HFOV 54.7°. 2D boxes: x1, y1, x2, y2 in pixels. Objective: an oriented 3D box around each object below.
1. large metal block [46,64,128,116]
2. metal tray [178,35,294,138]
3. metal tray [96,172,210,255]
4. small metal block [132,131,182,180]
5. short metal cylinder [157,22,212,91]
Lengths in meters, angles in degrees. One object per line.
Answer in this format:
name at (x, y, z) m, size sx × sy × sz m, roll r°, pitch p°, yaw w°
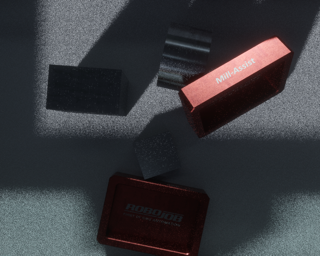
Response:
large metal block at (-0.084, -0.043, 0.383) m, size 0.081 × 0.080 × 0.050 m, roll 4°, pitch 90°, yaw -1°
metal tray at (0.092, -0.045, 0.378) m, size 0.130 × 0.090 × 0.030 m, roll -30°, pitch 64°, yaw 0°
metal tray at (-0.009, 0.116, 0.408) m, size 0.131 × 0.030 × 0.089 m, roll 12°, pitch 90°, yaw -1°
small metal block at (-0.004, 0.035, 0.411) m, size 0.050 × 0.025 × 0.050 m, roll -19°, pitch 90°, yaw -1°
short metal cylinder at (0.029, -0.085, 0.384) m, size 0.050 × 0.080 × 0.080 m, roll 13°, pitch 90°, yaw 0°
